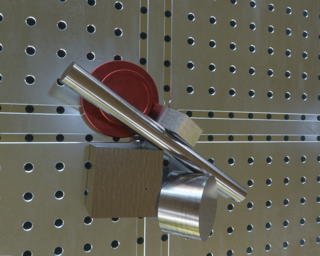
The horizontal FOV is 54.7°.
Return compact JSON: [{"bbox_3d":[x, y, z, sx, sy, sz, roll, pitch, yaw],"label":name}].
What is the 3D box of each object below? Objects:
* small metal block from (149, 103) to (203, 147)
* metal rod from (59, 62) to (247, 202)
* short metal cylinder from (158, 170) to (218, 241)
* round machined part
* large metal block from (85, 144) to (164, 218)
[{"bbox_3d":[0.019,-0.003,0.397,0.025,0.050,0.050,-60,142,-7],"label":"small metal block"},{"bbox_3d":[0.012,0.021,0.384,0.301,0.025,0.025,36,78,-30],"label":"metal rod"},{"bbox_3d":[0.038,0.097,0.392,0.080,0.050,0.079,4,90,-65],"label":"short metal cylinder"},{"bbox_3d":[-0.047,-0.036,0.387,0.099,0.042,0.097,0,90,-21],"label":"round machined part"},{"bbox_3d":[-0.045,0.064,0.381,0.081,0.050,0.080,5,88,-20],"label":"large metal block"}]
